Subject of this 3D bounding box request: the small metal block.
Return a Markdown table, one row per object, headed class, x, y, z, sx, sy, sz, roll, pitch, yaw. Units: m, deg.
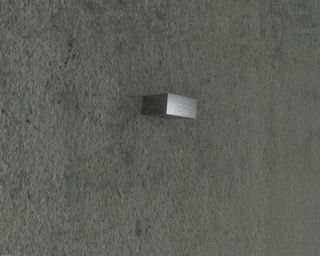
| class | x | y | z | sx | sy | sz | roll | pitch | yaw |
| --- | --- | --- | --- | --- | --- | --- | --- | --- | --- |
| small metal block | 0.012 | -0.027 | 0.401 | 0.050 | 0.050 | 0.025 | 7 | 86 | -40 |
